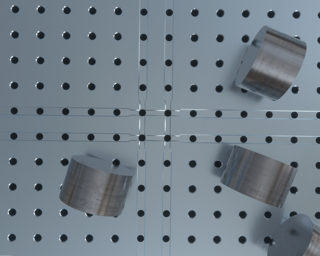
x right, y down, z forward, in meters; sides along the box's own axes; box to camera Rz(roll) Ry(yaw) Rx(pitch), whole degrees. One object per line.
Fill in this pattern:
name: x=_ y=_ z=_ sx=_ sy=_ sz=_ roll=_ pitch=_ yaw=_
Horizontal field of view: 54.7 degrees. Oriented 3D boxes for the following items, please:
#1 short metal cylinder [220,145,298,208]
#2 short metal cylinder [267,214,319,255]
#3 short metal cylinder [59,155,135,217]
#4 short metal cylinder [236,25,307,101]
short metal cylinder: x=0.122 y=0.059 z=0.388 sx=0.080 sy=0.080 sz=0.050 roll=22 pitch=90 yaw=-1
short metal cylinder: x=0.182 y=0.156 z=0.388 sx=0.050 sy=0.080 sz=0.080 roll=35 pitch=90 yaw=-1
short metal cylinder: x=-0.077 y=0.070 z=0.385 sx=0.080 sy=0.080 sz=0.050 roll=17 pitch=90 yaw=-1
short metal cylinder: x=0.136 y=-0.080 z=0.388 sx=0.050 sy=0.080 sz=0.080 roll=23 pitch=90 yaw=-1
